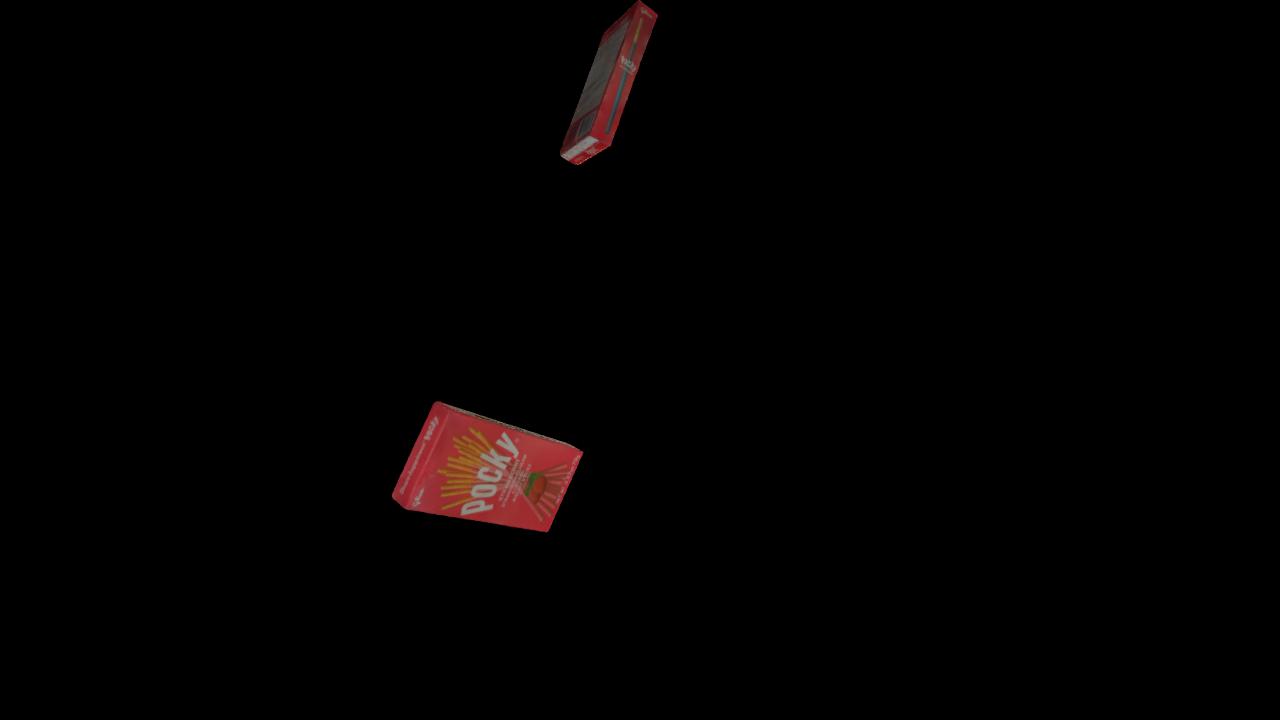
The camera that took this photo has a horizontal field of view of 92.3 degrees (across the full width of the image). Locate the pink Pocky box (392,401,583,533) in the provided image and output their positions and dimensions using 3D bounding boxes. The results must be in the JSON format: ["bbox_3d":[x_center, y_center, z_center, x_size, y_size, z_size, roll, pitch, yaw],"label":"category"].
[{"bbox_3d":[-0.123,0.096,0.528,0.029,0.084,0.155,19,-6,43],"label":"pink Pocky box"}]

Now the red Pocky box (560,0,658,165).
[{"bbox_3d":[-0.034,-0.286,0.643,0.028,0.155,0.083,22,-8,-27],"label":"red Pocky box"}]
